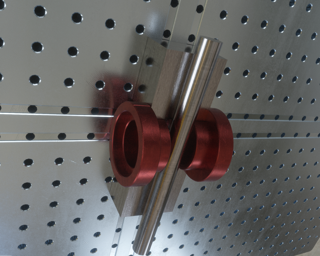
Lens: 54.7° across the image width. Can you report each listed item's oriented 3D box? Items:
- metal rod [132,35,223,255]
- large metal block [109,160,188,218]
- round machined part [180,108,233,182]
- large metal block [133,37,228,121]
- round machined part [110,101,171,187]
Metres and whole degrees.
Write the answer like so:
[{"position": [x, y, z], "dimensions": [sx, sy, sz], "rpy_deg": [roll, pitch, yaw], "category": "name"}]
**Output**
[{"position": [0.013, 0.039, 0.378], "dimensions": [0.025, 0.025, 0.298], "rpy_deg": [3, 117, -30], "category": "metal rod"}, {"position": [-0.017, 0.072, 0.430], "dimensions": [0.081, 0.050, 0.079], "rpy_deg": [3, 117, -30], "category": "large metal block"}, {"position": [0.048, 0.021, 0.402], "dimensions": [0.042, 0.098, 0.097], "rpy_deg": [4, 117, -25], "category": "round machined part"}, {"position": [0.022, -0.057, 0.371], "dimensions": [0.081, 0.050, 0.079], "rpy_deg": [2, 118, -30], "category": "large metal block"}, {"position": [-0.022, 0.018, 0.362], "dimensions": [0.042, 0.098, 0.097], "rpy_deg": [2, 118, -29], "category": "round machined part"}]
